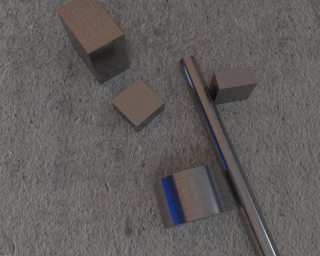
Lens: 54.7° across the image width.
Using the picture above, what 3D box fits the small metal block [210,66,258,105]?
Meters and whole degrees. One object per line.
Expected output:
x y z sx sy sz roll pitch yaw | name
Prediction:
0.097 -0.056 0.416 0.050 0.050 0.025 -10 71 -4 | small metal block

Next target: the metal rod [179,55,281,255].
0.086 0.037 0.395 0.025 0.025 0.299 -17 71 -7 | metal rod

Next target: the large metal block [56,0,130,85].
-0.088 -0.119 0.421 0.050 0.080 0.080 -33 74 -11 | large metal block

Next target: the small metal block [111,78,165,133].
-0.029 -0.030 0.419 0.050 0.025 0.050 -42 76 -14 | small metal block

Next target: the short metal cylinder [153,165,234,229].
0.037 0.079 0.351 0.081 0.080 0.050 -14 71 -5 | short metal cylinder
